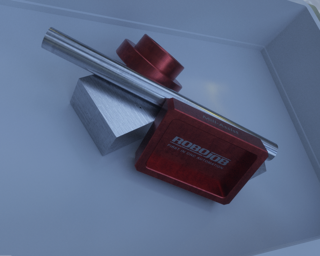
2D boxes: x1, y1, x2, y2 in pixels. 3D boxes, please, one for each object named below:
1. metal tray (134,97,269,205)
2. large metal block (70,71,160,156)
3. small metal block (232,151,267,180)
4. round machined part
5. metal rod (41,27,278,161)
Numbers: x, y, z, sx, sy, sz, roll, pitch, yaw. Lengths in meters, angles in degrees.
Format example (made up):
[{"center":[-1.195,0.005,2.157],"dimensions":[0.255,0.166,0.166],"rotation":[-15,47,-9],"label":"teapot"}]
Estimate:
[{"center":[0.047,0.031,0.366],"dimensions":[0.131,0.089,0.030],"rotation":[24,25,-15],"label":"metal tray"},{"center":[-0.049,-0.024,0.377],"dimensions":[0.081,0.050,0.080],"rotation":[-25,76,-37],"label":"large metal block"},{"center":[0.115,0.043,0.425],"dimensions":[0.025,0.050,0.050],"rotation":[14,56,-21],"label":"small metal block"},{"center":[-0.007,-0.086,0.410],"dimensions":[0.098,0.042,0.098],"rotation":[39,13,-10],"label":"round machined part"},{"center":[0.011,-0.033,0.365],"dimensions":[0.301,0.025,0.025],"rotation":[26,53,-13],"label":"metal rod"}]
